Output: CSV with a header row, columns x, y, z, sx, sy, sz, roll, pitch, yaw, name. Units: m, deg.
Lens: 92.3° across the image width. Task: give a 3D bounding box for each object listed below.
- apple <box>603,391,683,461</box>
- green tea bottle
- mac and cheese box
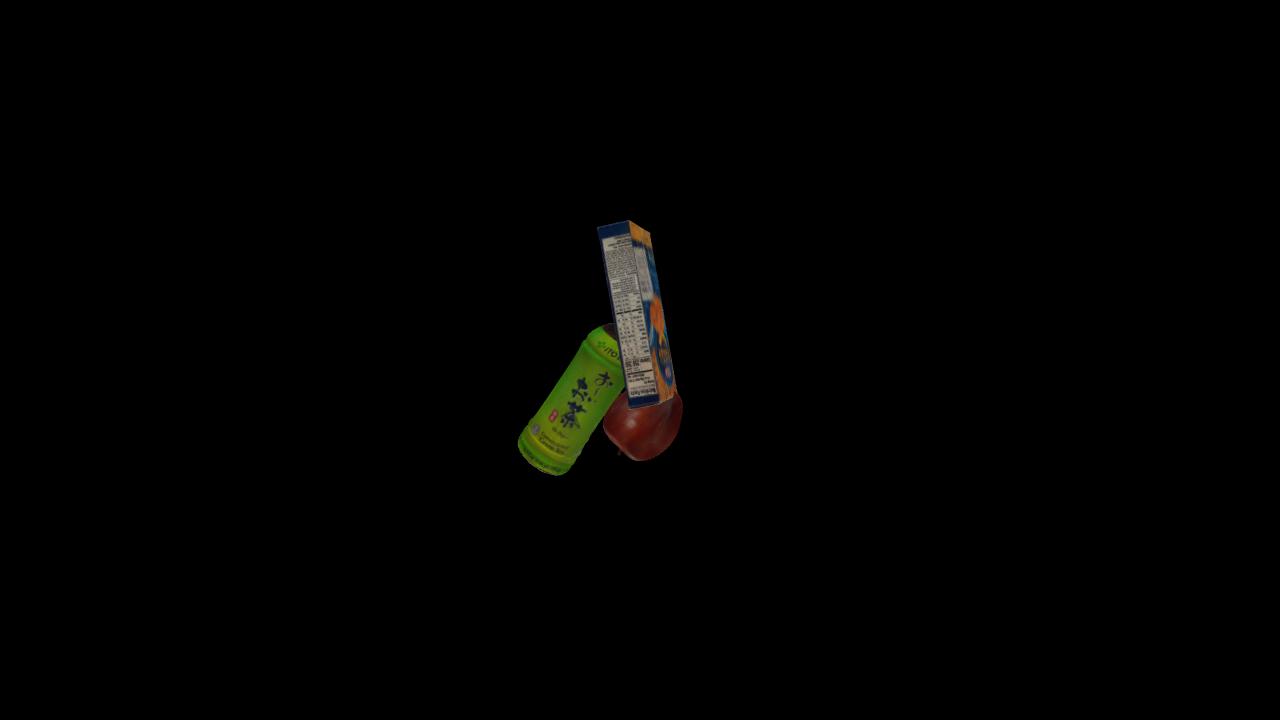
x,y,z,sx,sy,sz,roll,pitch,yaw,name
0.004,0.066,0.670,0.079,0.093,0.079,40,-1,1,apple
-0.055,0.026,0.677,0.073,0.212,0.073,31,13,-8,green tea bottle
0.000,-0.046,0.643,0.041,0.184,0.093,-10,0,13,mac and cheese box
